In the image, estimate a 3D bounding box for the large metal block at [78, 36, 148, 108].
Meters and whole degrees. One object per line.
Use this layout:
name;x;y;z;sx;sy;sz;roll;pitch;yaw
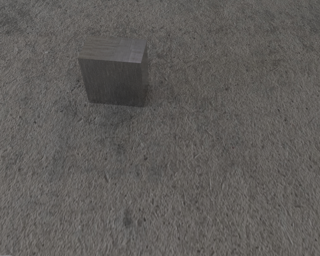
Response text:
large metal block;-0.060;-0.078;0.433;0.080;0.080;0.050;5;50;4
